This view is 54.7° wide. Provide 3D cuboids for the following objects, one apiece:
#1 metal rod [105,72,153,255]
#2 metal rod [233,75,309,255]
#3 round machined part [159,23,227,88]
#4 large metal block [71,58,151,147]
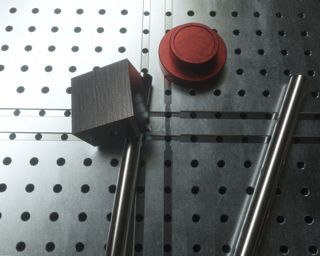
[{"bbox_3d":[-0.041,0.067,0.386,0.025,0.025,0.299,7,70,2],"label":"metal rod"},{"bbox_3d":[0.138,0.061,0.391,0.025,0.025,0.300,22,71,7],"label":"metal rod"},{"bbox_3d":[0.047,-0.110,0.444,0.099,0.042,0.098,0,70,-1],"label":"round machined part"},{"bbox_3d":[-0.063,-0.030,0.392,0.080,0.050,0.080,-16,64,15],"label":"large metal block"}]
